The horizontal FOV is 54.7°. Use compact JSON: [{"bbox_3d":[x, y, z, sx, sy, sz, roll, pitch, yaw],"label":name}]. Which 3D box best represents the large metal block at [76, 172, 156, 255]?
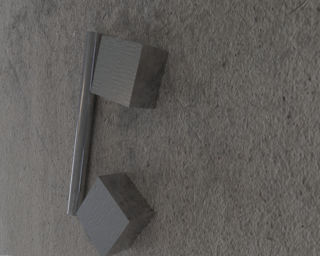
[{"bbox_3d":[-0.065,0.122,0.443,0.080,0.050,0.080,47,118,29],"label":"large metal block"}]

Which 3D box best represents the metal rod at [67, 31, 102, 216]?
[{"bbox_3d":[-0.124,-0.003,0.507,0.025,0.025,0.298,13,98,39],"label":"metal rod"}]

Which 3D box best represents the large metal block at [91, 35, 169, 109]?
[{"bbox_3d":[-0.043,-0.076,0.424,0.080,0.050,0.079,23,104,37],"label":"large metal block"}]
